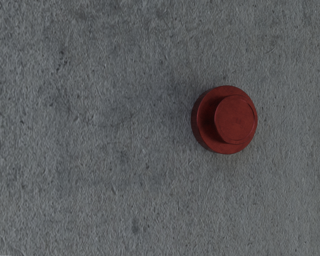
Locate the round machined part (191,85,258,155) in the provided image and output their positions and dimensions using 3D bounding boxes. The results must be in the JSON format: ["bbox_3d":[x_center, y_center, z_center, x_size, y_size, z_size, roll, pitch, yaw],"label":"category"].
[{"bbox_3d":[0.097,-0.011,0.435,0.099,0.042,0.097,0,90,-20],"label":"round machined part"}]
